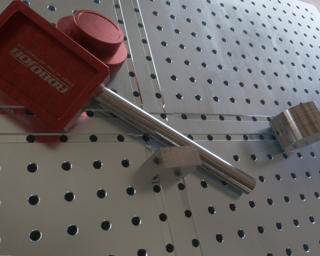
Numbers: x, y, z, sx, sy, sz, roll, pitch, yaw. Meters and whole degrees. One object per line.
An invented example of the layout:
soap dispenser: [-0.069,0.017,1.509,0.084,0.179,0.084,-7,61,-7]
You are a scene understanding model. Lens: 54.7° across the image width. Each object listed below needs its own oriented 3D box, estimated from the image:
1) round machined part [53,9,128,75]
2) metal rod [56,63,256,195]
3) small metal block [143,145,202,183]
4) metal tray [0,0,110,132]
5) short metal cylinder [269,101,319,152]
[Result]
round machined part: [-0.087,-0.118,0.410,0.099,0.042,0.098,22,40,-20]
metal rod: [-0.002,0.003,0.406,0.301,0.025,0.025,32,52,-8]
small metal block: [0.014,0.044,0.374,0.050,0.050,0.025,-1,63,-29]
metal tray: [-0.134,-0.067,0.348,0.130,0.030,0.090,37,80,-4]
short metal cylinder: [0.225,-0.001,0.497,0.081,0.080,0.050,-5,65,-31]
